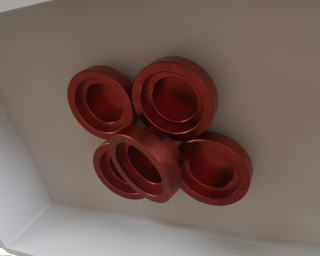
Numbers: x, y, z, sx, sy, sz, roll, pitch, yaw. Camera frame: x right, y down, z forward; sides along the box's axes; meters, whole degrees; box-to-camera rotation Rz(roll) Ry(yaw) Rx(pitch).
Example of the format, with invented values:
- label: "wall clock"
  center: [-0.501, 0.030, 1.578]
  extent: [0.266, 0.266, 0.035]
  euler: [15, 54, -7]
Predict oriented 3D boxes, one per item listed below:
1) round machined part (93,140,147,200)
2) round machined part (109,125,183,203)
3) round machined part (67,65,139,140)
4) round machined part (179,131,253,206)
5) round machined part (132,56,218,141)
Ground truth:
- label: "round machined part"
  center: [-0.044, 0.053, 0.450]
  extent: [0.098, 0.042, 0.097]
  euler: [13, 124, 20]
- label: "round machined part"
  center: [-0.012, 0.037, 0.368]
  extent: [0.098, 0.042, 0.097]
  euler: [30, 141, 28]
- label: "round machined part"
  center: [-0.068, -0.036, 0.407]
  extent: [0.098, 0.042, 0.097]
  euler: [13, 124, 20]
- label: "round machined part"
  center: [0.066, 0.046, 0.388]
  extent: [0.098, 0.042, 0.097]
  euler: [13, 124, 20]
- label: "round machined part"
  center: [0.020, -0.037, 0.361]
  extent: [0.098, 0.042, 0.097]
  euler: [13, 124, 20]
